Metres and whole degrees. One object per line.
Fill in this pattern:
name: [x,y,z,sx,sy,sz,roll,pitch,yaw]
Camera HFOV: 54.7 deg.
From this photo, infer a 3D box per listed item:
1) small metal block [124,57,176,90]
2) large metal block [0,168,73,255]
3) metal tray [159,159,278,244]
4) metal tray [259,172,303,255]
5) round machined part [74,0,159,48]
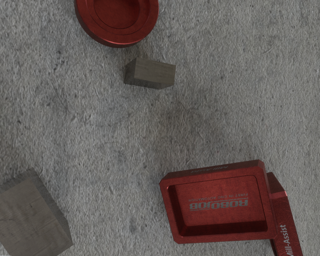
small metal block: [-0.014,-0.067,0.391,0.050,0.050,0.025,7,88,-20]
large metal block: [-0.139,0.093,0.329,0.050,0.080,0.080,-31,101,-17]
metal tray: [0.073,0.095,0.392,0.130,0.030,0.089,-12,96,22]
metal tray: [0.168,0.137,0.437,0.030,0.090,0.129,-16,96,11]
round machined part: [-0.055,-0.147,0.380,0.099,0.042,0.097,0,90,-21]
